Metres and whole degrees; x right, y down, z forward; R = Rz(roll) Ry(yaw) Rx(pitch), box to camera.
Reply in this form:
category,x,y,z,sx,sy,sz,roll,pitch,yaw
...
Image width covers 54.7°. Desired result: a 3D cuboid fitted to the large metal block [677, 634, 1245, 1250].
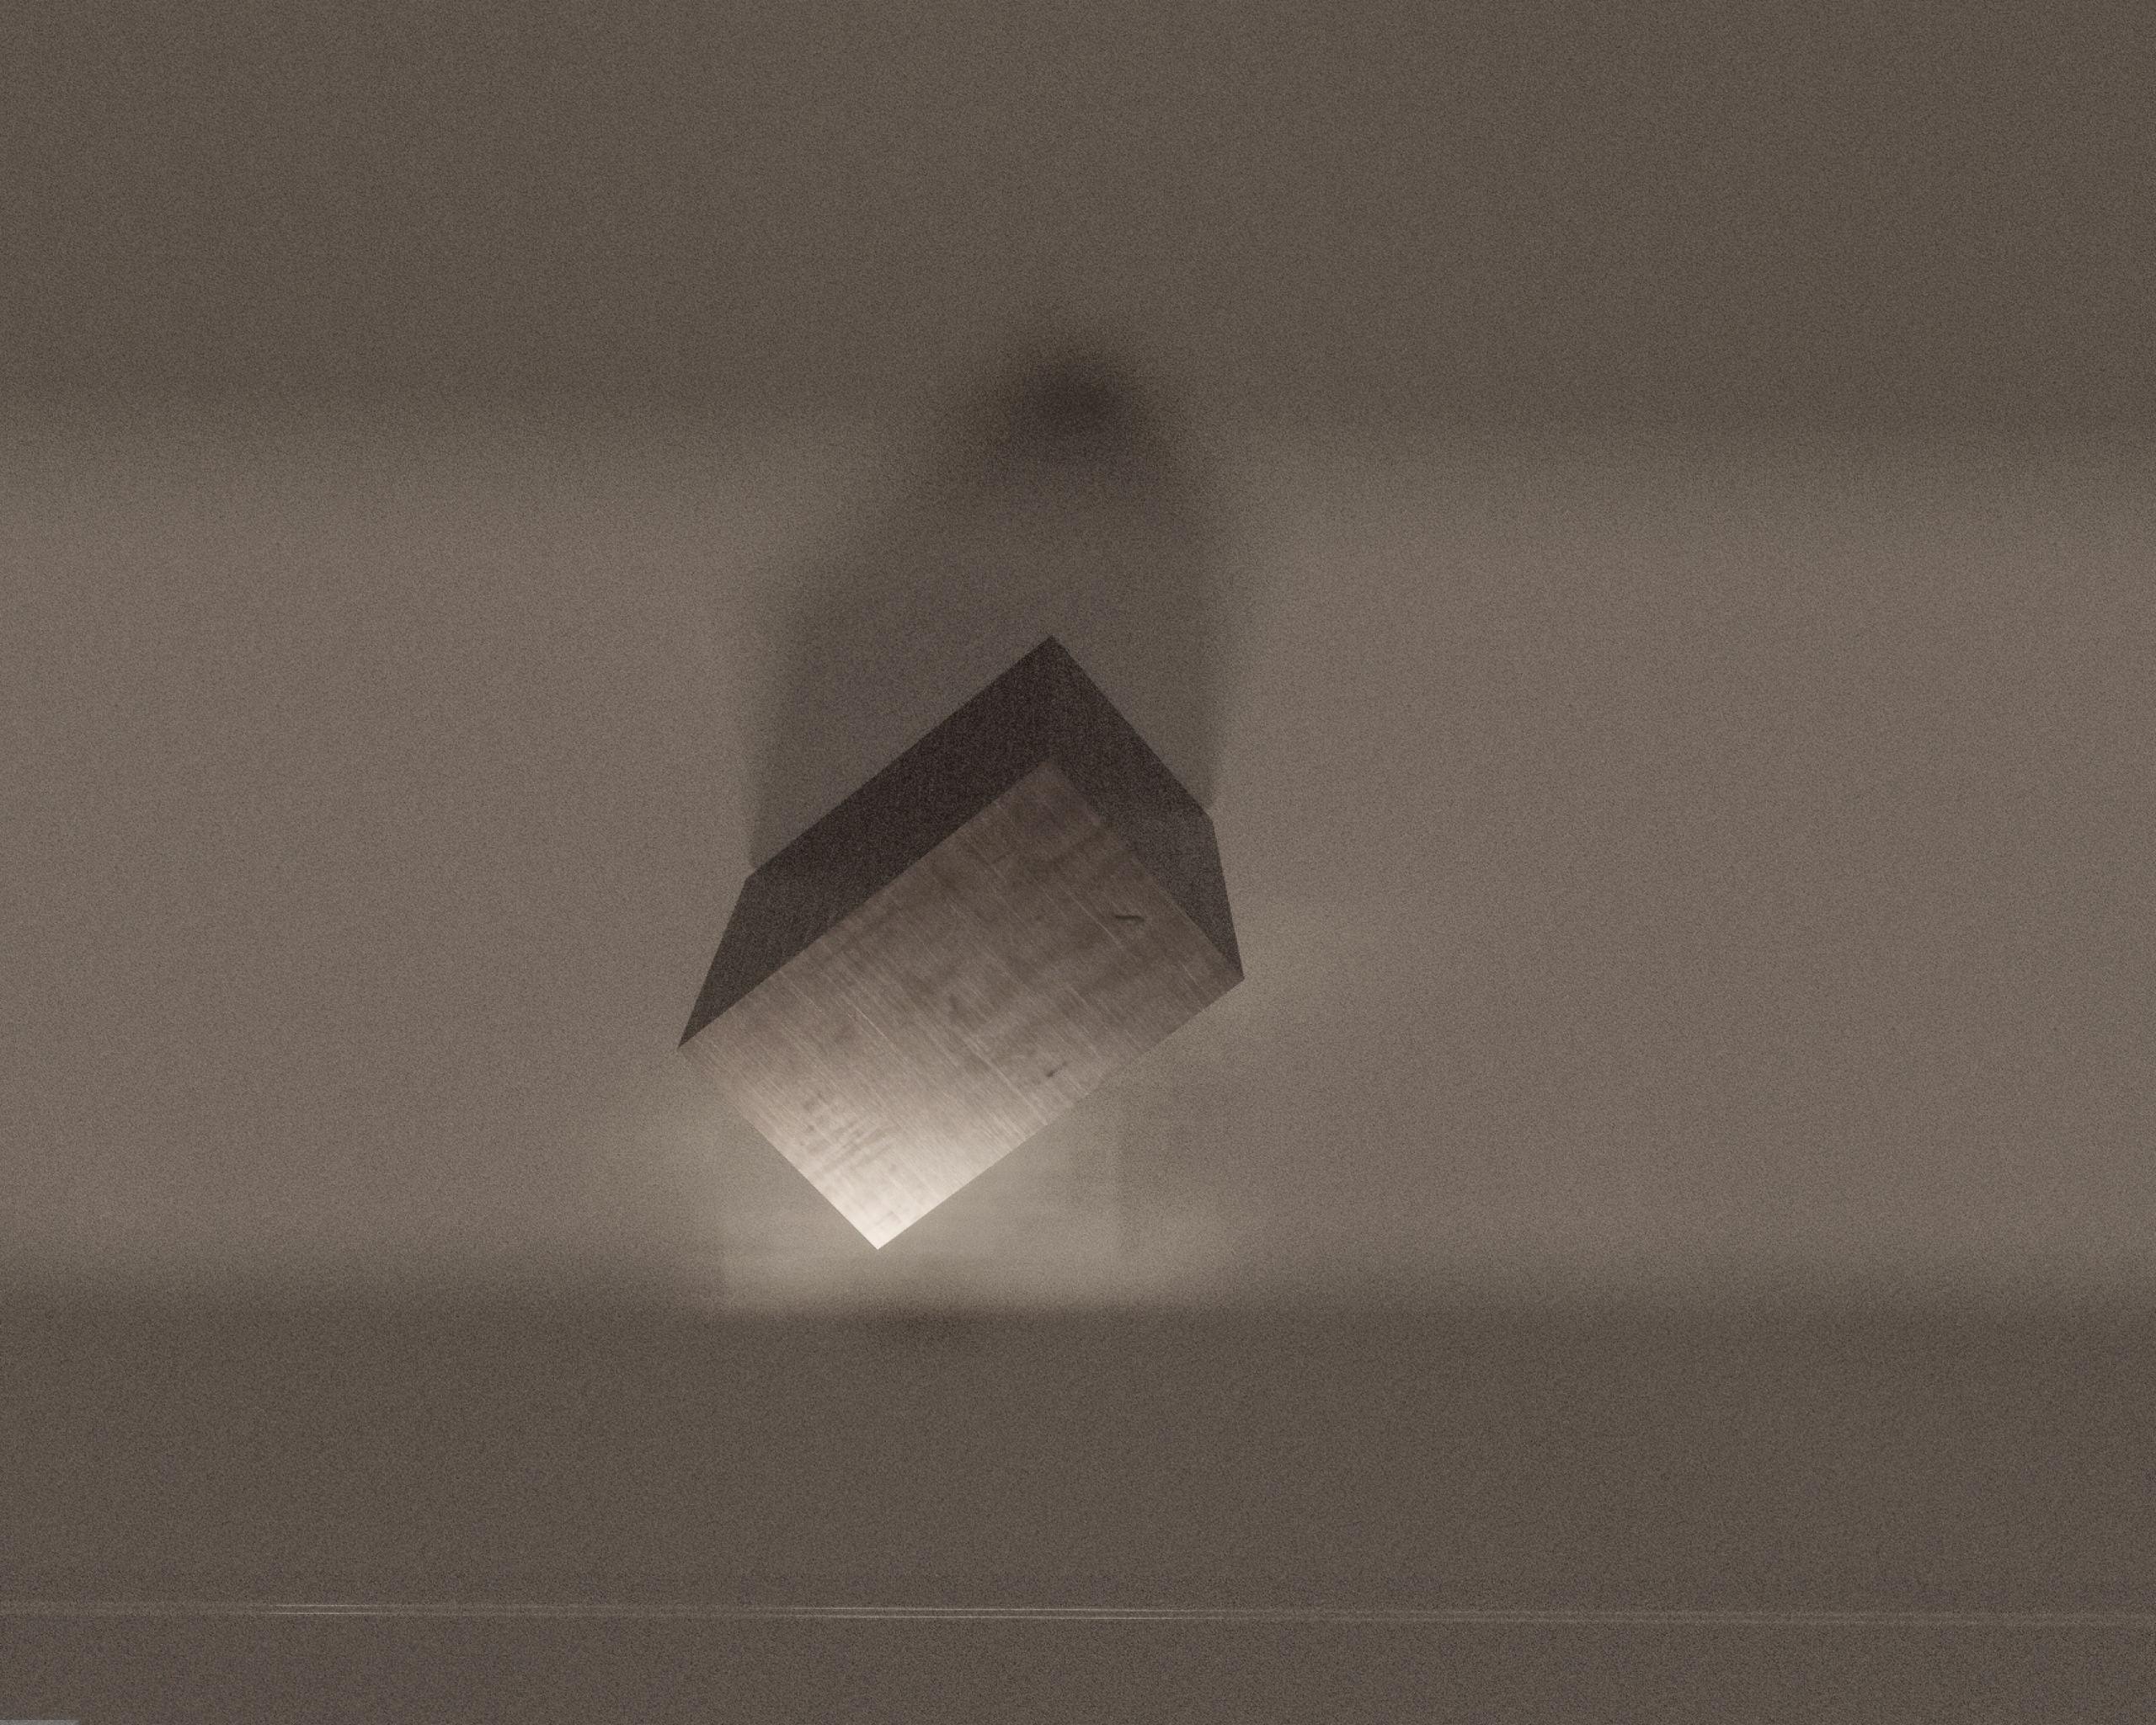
category,x,y,z,sx,sy,sz,roll,pitch,yaw
large metal block,-0.020,0.011,0.383,0.080,0.080,0.050,-38,106,12
